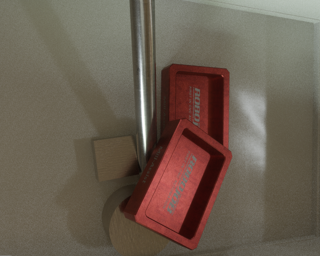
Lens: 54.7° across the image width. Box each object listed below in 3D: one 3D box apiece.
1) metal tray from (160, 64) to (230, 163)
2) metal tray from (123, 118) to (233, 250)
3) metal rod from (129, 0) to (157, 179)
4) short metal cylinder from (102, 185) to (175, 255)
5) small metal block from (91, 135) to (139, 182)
[{"bbox_3d":[0.048,-0.018,0.426,0.091,0.030,0.129,1,90,-21],"label":"metal tray"},{"bbox_3d":[0.026,0.065,0.370,0.090,0.030,0.130,35,68,-23],"label":"metal tray"},{"bbox_3d":[-0.017,-0.062,0.339,0.025,0.025,0.298,-12,119,-20],"label":"metal rod"},{"bbox_3d":[-0.028,0.115,0.388,0.081,0.050,0.079,0,90,-20],"label":"short metal cylinder"},{"bbox_3d":[-0.057,0.037,0.390,0.050,0.025,0.050,-8,93,-20],"label":"small metal block"}]
